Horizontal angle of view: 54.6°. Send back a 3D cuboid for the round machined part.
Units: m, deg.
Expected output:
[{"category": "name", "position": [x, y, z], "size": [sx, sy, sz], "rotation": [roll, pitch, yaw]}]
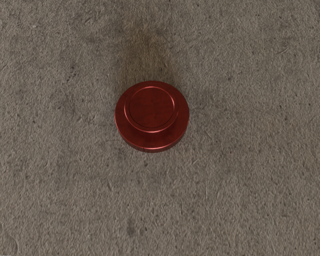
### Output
[{"category": "round machined part", "position": [-0.010, -0.019, 0.406], "size": [0.099, 0.042, 0.098], "rotation": [0, 70, 0]}]
